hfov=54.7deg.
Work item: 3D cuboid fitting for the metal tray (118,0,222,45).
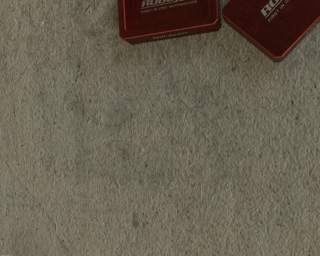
[{"bbox_3d":[0.010,-0.165,0.402,0.130,0.030,0.089,-3,89,19],"label":"metal tray"}]

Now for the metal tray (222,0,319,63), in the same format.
[{"bbox_3d":[0.148,-0.153,0.354,0.090,0.030,0.130,45,104,14],"label":"metal tray"}]
